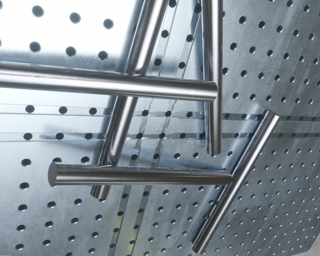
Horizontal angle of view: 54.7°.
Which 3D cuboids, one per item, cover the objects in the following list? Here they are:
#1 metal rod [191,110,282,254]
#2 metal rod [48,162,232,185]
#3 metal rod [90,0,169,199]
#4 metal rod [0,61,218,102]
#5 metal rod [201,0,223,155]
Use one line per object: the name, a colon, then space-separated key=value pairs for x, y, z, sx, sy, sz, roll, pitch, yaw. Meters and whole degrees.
metal rod: x=0.129 y=0.105 z=0.549 sx=0.025 sy=0.025 sz=0.298 roll=10 pitch=113 yaw=-33
metal rod: x=-0.002 y=0.067 z=0.430 sx=0.302 sy=0.025 sz=0.025 roll=9 pitch=114 yaw=-40
metal rod: x=-0.037 y=-0.042 z=0.366 sx=0.025 sy=0.025 sz=0.298 roll=5 pitch=116 yaw=-31
metal rod: x=-0.078 y=-0.048 z=0.315 sx=0.303 sy=0.025 sz=0.025 roll=2 pitch=118 yaw=-22
metal rod: x=0.067 y=-0.087 z=0.395 sx=0.025 sy=0.025 sz=0.298 roll=-20 pitch=126 yaw=-17
